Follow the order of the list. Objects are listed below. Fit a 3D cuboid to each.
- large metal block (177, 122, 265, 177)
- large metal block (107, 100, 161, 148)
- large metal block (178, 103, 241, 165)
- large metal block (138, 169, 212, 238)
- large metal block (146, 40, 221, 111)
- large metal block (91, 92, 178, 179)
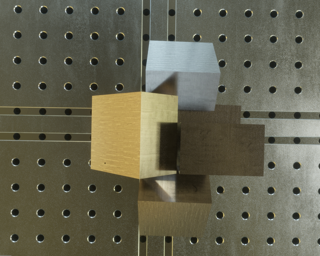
[{"bbox_3d":[0.060,0.020,0.336,0.080,0.080,0.050,2,90,0],"label":"large metal block"},{"bbox_3d":[-0.028,0.006,0.401,0.080,0.050,0.080,7,90,0],"label":"large metal block"},{"bbox_3d":[0.057,0.011,0.401,0.080,0.050,0.080,3,90,0],"label":"large metal block"},{"bbox_3d":[0.016,0.091,0.380,0.080,0.050,0.080,2,135,0],"label":"large metal block"},{"bbox_3d":[0.025,-0.066,0.379,0.080,0.080,0.050,2,128,0],"label":"large metal block"},{"bbox_3d":[-0.029,0.006,0.328,0.080,0.050,0.080,2,91,45],"label":"large metal block"}]
